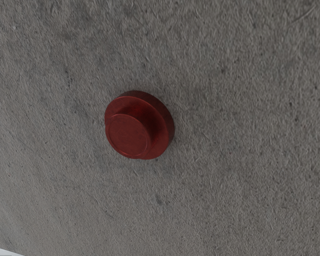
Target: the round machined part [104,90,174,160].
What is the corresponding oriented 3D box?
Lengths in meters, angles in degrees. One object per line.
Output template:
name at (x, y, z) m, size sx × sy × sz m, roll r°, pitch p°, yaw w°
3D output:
round machined part at (-0.034, 0.002, 0.416) m, size 0.098 × 0.042 × 0.097 m, roll 13°, pitch 124°, yaw 21°
